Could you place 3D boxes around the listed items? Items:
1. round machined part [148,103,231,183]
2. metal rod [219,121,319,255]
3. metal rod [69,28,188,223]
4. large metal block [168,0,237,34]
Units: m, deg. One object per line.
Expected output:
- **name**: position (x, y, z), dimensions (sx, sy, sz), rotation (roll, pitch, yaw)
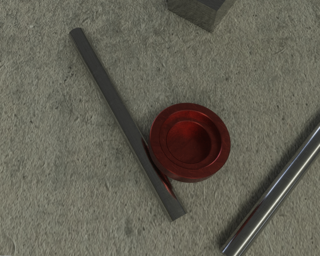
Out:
- **round machined part**: position (0.034, 0.021, 0.387), dimensions (0.099, 0.042, 0.098), rotation (4, 65, -8)
- **metal rod**: position (0.179, 0.044, 0.394), dimensions (0.025, 0.025, 0.301), rotation (41, 74, 13)
- **metal rod**: position (-0.050, -0.016, 0.413), dimensions (0.025, 0.025, 0.299), rotation (-28, 73, -10)
- **large metal block**: position (0.068, -0.205, 0.471), dimensions (0.080, 0.050, 0.080), rotation (33, 73, 11)
